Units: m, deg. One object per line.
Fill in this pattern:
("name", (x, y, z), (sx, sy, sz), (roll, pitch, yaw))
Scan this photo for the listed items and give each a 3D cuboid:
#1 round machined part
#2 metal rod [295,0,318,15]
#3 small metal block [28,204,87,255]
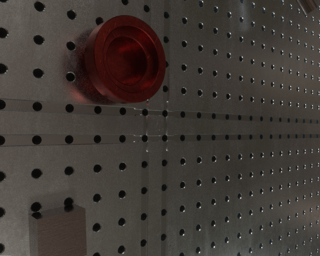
("round machined part", (-0.044, -0.077, 0.363), (0.099, 0.042, 0.097), (0, 90, -40))
("metal rod", (0.190, -0.334, 0.542), (0.025, 0.025, 0.299), (-40, 100, -33))
("small metal block", (-0.106, 0.111, 0.322), (0.050, 0.025, 0.050), (-3, 92, -40))
